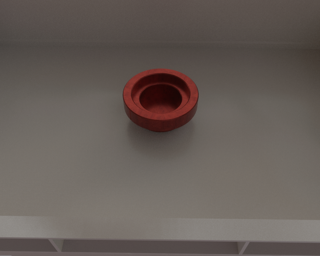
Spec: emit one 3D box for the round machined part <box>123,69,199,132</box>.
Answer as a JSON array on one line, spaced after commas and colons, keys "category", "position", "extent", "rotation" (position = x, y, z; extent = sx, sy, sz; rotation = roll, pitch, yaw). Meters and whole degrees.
[{"category": "round machined part", "position": [0.001, -0.033, 0.418], "extent": [0.099, 0.042, 0.098], "rotation": [0, 50, 0]}]
